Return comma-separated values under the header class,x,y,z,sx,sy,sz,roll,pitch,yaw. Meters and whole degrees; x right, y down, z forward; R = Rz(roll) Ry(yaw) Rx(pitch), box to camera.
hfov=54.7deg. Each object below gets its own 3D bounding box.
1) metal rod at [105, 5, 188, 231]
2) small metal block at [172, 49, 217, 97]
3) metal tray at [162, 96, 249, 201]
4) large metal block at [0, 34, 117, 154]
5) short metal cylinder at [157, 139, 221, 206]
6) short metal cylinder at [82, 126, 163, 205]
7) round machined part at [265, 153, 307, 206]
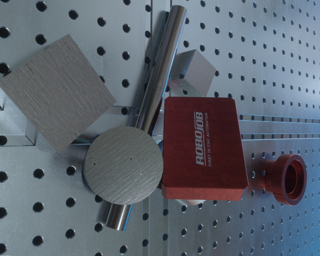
class,x,y,z,sx,sy,sz,roll,pitch,yaw
metal rod,-0.013,-0.023,0.398,0.025,0.025,0.299,26,74,-37
small metal block,0.051,-0.077,0.451,0.050,0.025,0.050,35,68,-35
metal tray,0.049,0.020,0.370,0.030,0.091,0.130,90,2,-52
large metal block,-0.105,-0.032,0.305,0.080,0.050,0.080,-48,119,-29
short metal cylinder,0.031,0.052,0.394,0.050,0.080,0.080,47,61,-43
short metal cylinder,-0.042,0.041,0.339,0.081,0.050,0.080,3,81,-17
round machined part,0.242,0.098,0.601,0.099,0.042,0.097,0,90,-40
